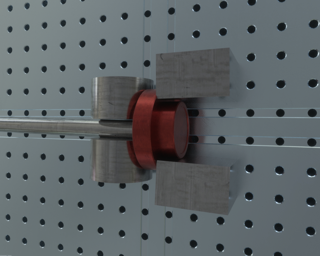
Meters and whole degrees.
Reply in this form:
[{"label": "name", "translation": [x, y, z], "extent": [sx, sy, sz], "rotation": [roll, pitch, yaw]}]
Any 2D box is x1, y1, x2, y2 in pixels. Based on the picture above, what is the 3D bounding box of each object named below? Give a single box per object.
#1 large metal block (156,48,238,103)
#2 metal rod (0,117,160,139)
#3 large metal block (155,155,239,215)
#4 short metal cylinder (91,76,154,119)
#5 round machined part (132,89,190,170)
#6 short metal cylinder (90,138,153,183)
[{"label": "large metal block", "translation": [0.047, -0.058, 0.367], "extent": [0.080, 0.080, 0.050], "rotation": [0, 90, 20]}, {"label": "metal rod", "translation": [-0.121, -0.001, 0.443], "extent": [0.301, 0.025, 0.025], "rotation": [2, 91, 24]}, {"label": "large metal block", "translation": [0.047, 0.062, 0.367], "extent": [0.080, 0.080, 0.050], "rotation": [3, 91, 20]}, {"label": "short metal cylinder", "translation": [-0.048, -0.036, 0.400], "extent": [0.080, 0.080, 0.050], "rotation": [1, 91, 20]}, {"label": "round machined part", "translation": [0.007, 0.002, 0.371], "extent": [0.042, 0.098, 0.097], "rotation": [1, 90, 20]}, {"label": "short metal cylinder", "translation": [-0.049, 0.039, 0.400], "extent": [0.080, 0.080, 0.050], "rotation": [2, 91, 20]}]
